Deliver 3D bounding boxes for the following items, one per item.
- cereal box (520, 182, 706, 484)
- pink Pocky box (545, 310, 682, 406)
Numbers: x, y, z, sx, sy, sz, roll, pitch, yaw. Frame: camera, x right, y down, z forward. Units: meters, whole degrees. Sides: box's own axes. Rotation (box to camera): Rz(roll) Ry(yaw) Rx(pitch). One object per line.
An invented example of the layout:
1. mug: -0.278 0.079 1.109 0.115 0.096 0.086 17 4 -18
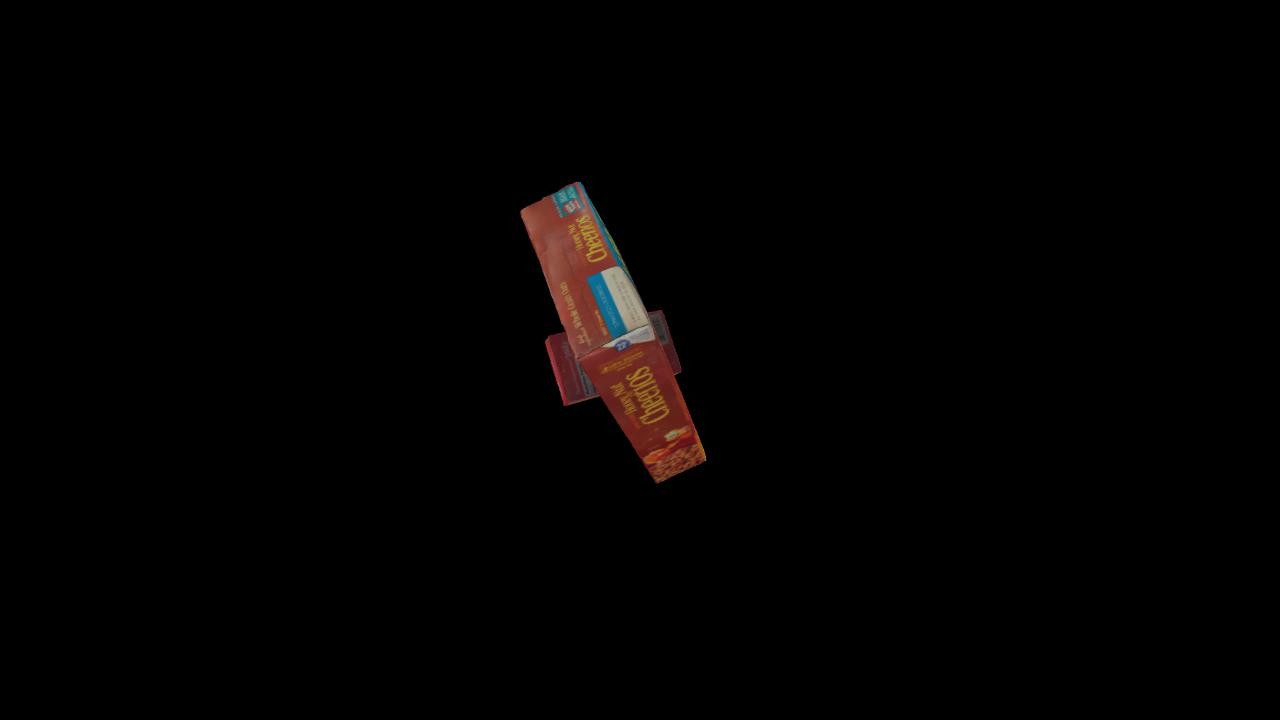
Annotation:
1. cereal box: -0.019 -0.014 0.677 0.081 0.203 0.306 -25 -35 0
2. pink Pocky box: -0.032 -0.004 0.753 0.155 0.084 0.029 -15 -8 -24
